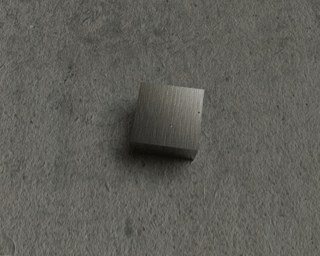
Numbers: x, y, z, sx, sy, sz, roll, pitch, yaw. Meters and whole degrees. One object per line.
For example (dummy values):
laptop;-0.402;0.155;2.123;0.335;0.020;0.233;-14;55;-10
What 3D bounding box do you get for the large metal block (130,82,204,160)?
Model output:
large metal block;0.010;-0.008;0.399;0.080;0.050;0.080;7;70;2
